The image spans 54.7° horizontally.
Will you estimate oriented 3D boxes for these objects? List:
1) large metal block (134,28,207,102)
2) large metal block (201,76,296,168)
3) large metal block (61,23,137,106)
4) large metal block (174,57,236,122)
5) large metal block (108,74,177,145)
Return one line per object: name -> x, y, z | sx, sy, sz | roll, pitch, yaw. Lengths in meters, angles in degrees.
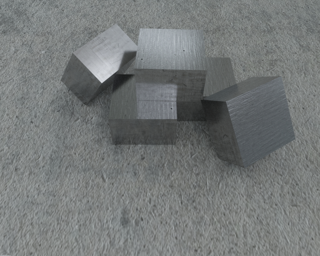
large metal block -> 0.013, -0.080, 0.388 | 0.081, 0.050, 0.080 | 2, 50, 1
large metal block -> 0.106, -0.010, 0.370 | 0.081, 0.080, 0.050 | -25, 17, -20
large metal block -> -0.083, -0.086, 0.431 | 0.050, 0.080, 0.080 | 47, 58, -6
large metal block -> 0.060, -0.055, 0.436 | 0.081, 0.050, 0.080 | 0, 50, 0
large metal block -> -0.020, -0.025, 0.407 | 0.081, 0.050, 0.080 | 0, 50, 0
